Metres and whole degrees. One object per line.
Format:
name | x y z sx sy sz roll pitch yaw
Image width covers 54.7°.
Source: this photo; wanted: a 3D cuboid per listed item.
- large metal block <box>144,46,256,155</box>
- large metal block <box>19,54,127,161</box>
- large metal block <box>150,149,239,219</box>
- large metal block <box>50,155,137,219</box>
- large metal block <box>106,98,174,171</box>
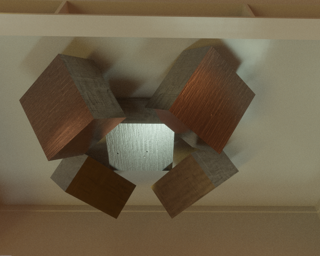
large metal block | 0.045 -0.030 0.338 0.080 0.050 0.080 39 76 -28
large metal block | -0.097 -0.021 0.341 0.080 0.080 0.050 -38 164 27
large metal block | 0.048 0.069 0.421 0.080 0.050 0.081 -44 163 30
large metal block | -0.093 0.074 0.425 0.080 0.050 0.080 38 165 -28
large metal block | -0.024 0.009 0.397 0.081 0.050 0.079 0 130 -1
